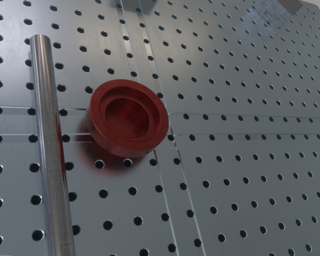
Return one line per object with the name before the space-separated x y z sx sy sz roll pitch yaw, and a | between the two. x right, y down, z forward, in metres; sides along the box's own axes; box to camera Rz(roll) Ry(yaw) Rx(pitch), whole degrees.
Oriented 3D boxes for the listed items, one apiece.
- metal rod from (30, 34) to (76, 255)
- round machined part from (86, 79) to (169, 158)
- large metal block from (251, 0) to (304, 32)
metal rod | -0.117 0.022 0.331 0.025 0.025 0.299 -1 62 -29
round machined part | -0.042 -0.008 0.379 0.099 0.042 0.098 14 56 -21
large metal block | 0.266 -0.276 0.704 0.080 0.050 0.080 45 51 3
